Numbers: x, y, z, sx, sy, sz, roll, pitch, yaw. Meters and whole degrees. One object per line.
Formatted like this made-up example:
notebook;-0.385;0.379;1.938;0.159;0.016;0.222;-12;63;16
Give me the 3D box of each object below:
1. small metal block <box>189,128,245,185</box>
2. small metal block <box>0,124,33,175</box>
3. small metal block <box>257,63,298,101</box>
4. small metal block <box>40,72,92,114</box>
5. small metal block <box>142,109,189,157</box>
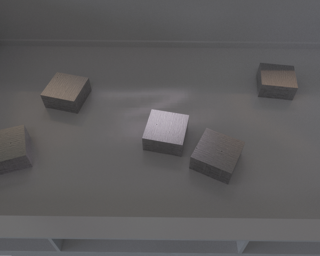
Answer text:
small metal block;0.070;0.033;0.377;0.050;0.025;0.050;22;53;17
small metal block;-0.188;0.028;0.381;0.050;0.025;0.050;-14;52;-12
small metal block;0.174;-0.070;0.465;0.050;0.025;0.050;7;50;5
small metal block;-0.134;-0.051;0.447;0.050;0.025;0.050;11;51;9
small metal block;0.008;0.006;0.400;0.050;0.025;0.050;10;51;8
